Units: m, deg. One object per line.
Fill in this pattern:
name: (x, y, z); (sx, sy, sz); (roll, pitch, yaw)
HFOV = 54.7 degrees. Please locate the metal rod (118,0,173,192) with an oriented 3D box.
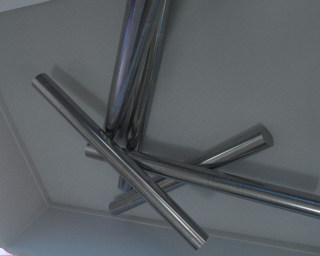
metal rod: (-0.026, -0.025, 0.405); (0.025, 0.025, 0.298); (24, 127, 13)

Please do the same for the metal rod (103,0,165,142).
metal rod: (-0.040, -0.039, 0.327); (0.025, 0.025, 0.299); (37, 153, 3)

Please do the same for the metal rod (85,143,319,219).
metal rod: (0.038, 0.058, 0.390); (0.301, 0.025, 0.025); (12, 123, 21)

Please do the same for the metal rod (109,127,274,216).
metal rod: (0.022, 0.074, 0.441); (0.299, 0.025, 0.025); (-33, 100, 38)

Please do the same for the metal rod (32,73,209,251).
metal rod: (-0.057, 0.036, 0.397); (0.300, 0.025, 0.025); (43, 129, 10)
